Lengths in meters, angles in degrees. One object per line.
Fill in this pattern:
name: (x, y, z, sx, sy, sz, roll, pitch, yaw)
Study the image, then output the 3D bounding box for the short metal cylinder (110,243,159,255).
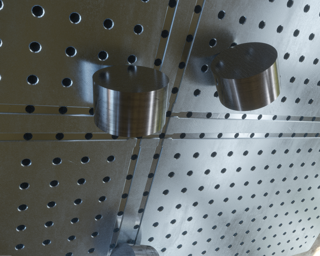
short metal cylinder: (-0.042, 0.228, 0.496, 0.050, 0.080, 0.080, 23, 106, -37)

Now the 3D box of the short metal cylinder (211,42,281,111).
short metal cylinder: (0.110, -0.067, 0.397, 0.080, 0.080, 0.050, -31, 129, -9)

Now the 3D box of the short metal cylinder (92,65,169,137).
short metal cylinder: (-0.032, -0.032, 0.339, 0.081, 0.080, 0.050, -9, 123, -24)
